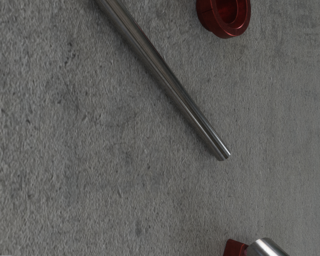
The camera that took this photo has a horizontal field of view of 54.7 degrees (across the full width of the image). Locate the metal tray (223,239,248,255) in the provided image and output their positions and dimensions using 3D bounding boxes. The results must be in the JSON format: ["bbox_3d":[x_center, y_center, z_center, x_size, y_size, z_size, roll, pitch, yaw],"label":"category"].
[{"bbox_3d":[0.153,0.253,0.533,0.130,0.030,0.090,33,70,-36],"label":"metal tray"}]

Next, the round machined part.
[{"bbox_3d":[0.093,-0.186,0.474,0.099,0.042,0.097,0,90,-40],"label":"round machined part"}]

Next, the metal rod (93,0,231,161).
[{"bbox_3d":[0.015,-0.057,0.419,0.300,0.025,0.025,50,61,-29],"label":"metal rod"}]

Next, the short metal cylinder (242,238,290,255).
[{"bbox_3d":[0.173,0.227,0.502,0.081,0.050,0.079,-12,117,-24],"label":"short metal cylinder"}]
